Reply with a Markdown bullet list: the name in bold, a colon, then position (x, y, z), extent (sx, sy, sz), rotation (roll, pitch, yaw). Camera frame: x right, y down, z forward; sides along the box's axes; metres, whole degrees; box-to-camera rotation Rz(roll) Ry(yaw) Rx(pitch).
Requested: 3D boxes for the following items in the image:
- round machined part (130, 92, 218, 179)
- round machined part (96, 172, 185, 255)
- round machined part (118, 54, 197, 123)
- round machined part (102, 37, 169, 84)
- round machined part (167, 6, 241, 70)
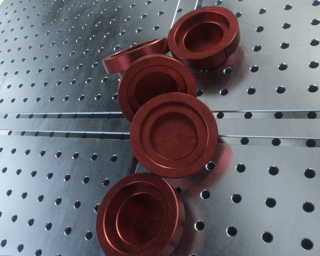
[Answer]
- **round machined part**: position (0.017, 0.011, 0.364), extent (0.099, 0.042, 0.098), rotation (-1, 78, 4)
- **round machined part**: position (-0.018, 0.102, 0.343), extent (0.098, 0.042, 0.098), rotation (-13, 57, 20)
- **round machined part**: position (-0.005, -0.047, 0.401), extent (0.098, 0.098, 0.042), rotation (-33, 21, 6)
- **round machined part**: position (-0.031, -0.096, 0.451), extent (0.098, 0.042, 0.098), rotation (-18, 19, 7)
- **round machined part**: position (0.063, -0.120, 0.435), extent (0.098, 0.042, 0.098), rotation (-11, 57, 18)
